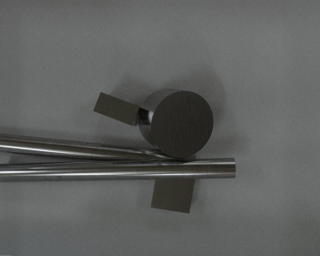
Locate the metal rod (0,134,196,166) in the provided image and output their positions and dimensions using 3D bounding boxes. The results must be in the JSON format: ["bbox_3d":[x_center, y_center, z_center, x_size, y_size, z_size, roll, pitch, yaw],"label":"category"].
[{"bbox_3d":[-0.104,0.030,0.410,0.302,0.025,0.025,6,90,-1],"label":"metal rod"}]

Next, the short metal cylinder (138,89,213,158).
[{"bbox_3d":[0.019,-0.008,0.386,0.081,0.050,0.079,-4,101,-21],"label":"short metal cylinder"}]

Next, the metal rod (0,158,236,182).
[{"bbox_3d":[-0.059,0.054,0.392,0.302,0.025,0.025,-2,90,6],"label":"metal rod"}]

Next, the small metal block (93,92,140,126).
[{"bbox_3d":[-0.053,-0.023,0.398,0.050,0.050,0.025,21,90,0],"label":"small metal block"}]

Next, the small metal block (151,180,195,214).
[{"bbox_3d":[0.017,0.082,0.412,0.050,0.025,0.050,10,90,-1],"label":"small metal block"}]
